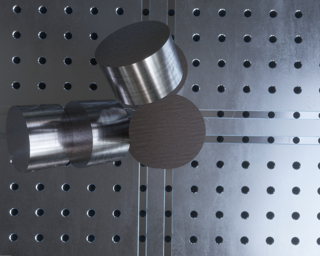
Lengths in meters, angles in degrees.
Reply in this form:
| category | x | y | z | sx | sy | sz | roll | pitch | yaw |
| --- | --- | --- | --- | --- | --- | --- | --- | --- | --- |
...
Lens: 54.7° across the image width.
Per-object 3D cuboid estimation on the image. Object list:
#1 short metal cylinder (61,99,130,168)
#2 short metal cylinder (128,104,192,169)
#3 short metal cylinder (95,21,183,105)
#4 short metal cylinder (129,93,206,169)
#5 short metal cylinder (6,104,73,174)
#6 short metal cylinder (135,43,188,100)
| category | x | y | z | sx | sy | sz | roll | pitch | yaw |
| --- | --- | --- | --- | --- | --- | --- | --- | --- | --- |
| short metal cylinder | -0.080 | 0.005 | 0.378 | 0.050 | 0.080 | 0.080 | -7 | 90 | -42 |
| short metal cylinder | -0.002 | 0.009 | 0.400 | 0.081 | 0.050 | 0.079 | 0 | 90 | 0 |
| short metal cylinder | -0.021 | -0.070 | 0.329 | 0.080 | 0.080 | 0.050 | -24 | 133 | 0 |
| short metal cylinder | 0.008 | 0.003 | 0.349 | 0.081 | 0.050 | 0.079 | 0 | 90 | 0 |
| short metal cylinder | -0.148 | 0.011 | 0.378 | 0.050 | 0.080 | 0.080 | -8 | 90 | -42 |
| short metal cylinder | -0.006 | -0.071 | 0.400 | 0.081 | 0.050 | 0.079 | 0 | 90 | 0 |
